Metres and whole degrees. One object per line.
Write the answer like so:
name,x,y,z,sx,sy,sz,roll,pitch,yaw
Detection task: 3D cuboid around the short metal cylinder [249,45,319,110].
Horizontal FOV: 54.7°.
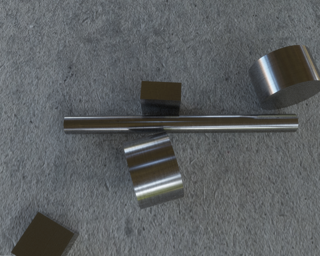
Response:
short metal cylinder,0.163,-0.063,0.404,0.081,0.080,0.050,-12,71,-5

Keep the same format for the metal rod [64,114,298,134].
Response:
metal rod,0.028,-0.005,0.410,0.302,0.025,0.025,-1,70,-1

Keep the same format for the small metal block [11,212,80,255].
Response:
small metal block,-0.131,0.133,0.358,0.050,0.025,0.050,28,72,9

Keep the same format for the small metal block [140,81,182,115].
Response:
small metal block,0.001,-0.038,0.409,0.050,0.050,0.025,3,70,0

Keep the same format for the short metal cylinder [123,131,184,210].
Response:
short metal cylinder,-0.008,0.049,0.361,0.050,0.080,0.080,-15,71,-6
